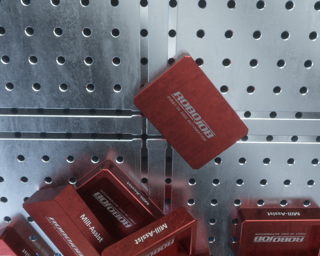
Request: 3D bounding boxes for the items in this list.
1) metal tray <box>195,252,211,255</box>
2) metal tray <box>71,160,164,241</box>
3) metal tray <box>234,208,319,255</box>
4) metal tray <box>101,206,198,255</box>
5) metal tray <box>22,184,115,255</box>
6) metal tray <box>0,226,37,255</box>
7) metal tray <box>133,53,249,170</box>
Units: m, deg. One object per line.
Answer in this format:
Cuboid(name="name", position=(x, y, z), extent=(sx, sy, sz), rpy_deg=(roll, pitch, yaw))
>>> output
Cuboid(name="metal tray", position=(0.086, 0.272, 0.479), extent=(0.030, 0.090, 0.129), rpy_deg=(-19, 109, 7))
Cuboid(name="metal tray", position=(-0.066, 0.121, 0.454), extent=(0.090, 0.030, 0.130), rpy_deg=(-38, 106, 12))
Cuboid(name="metal tray", position=(0.184, 0.169, 0.474), extent=(0.131, 0.030, 0.089), rpy_deg=(-1, 110, 0))
Cuboid(name="metal tray", position=(-0.010, 0.174, 0.428), extent=(0.131, 0.030, 0.089), rpy_deg=(-22, 130, -26))
Cuboid(name="metal tray", position=(-0.125, 0.143, 0.440), extent=(0.090, 0.030, 0.130), rpy_deg=(-17, 112, 38))
Cuboid(name="metal tray", position=(-0.239, 0.229, 0.493), extent=(0.090, 0.030, 0.130), rpy_deg=(-28, 108, 10))
Cuboid(name="metal tray", position=(0.040, -0.019, 0.404), extent=(0.090, 0.030, 0.130), rpy_deg=(-38, 106, 13))
